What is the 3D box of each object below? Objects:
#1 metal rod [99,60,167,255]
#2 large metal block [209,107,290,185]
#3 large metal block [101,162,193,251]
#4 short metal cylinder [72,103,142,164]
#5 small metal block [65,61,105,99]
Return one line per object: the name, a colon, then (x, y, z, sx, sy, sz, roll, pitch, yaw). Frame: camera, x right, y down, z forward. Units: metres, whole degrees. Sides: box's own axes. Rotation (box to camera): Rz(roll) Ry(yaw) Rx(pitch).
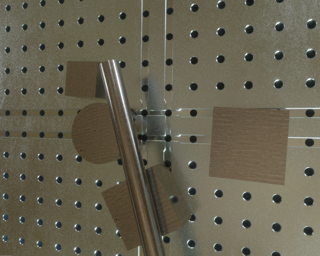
metal rod: (-0.026, 0.065, 0.367, 0.025, 0.025, 0.298, -16, 85, 19)
large metal block: (0.104, 0.018, 0.362, 0.080, 0.050, 0.079, 4, 91, 19)
large metal block: (-0.016, 0.100, 0.404, 0.080, 0.050, 0.080, -29, 81, 17)
short metal cylinder: (-0.072, 0.007, 0.423, 0.080, 0.050, 0.079, 0, 90, 19)
small metal block: (-0.108, -0.070, 0.449, 0.050, 0.025, 0.050, 5, 92, 19)
